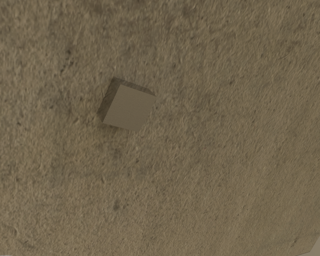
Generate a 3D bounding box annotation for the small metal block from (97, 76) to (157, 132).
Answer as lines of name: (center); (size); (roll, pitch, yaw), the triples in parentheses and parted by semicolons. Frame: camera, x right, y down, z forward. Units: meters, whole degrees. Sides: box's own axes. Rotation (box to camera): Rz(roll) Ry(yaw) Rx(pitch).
small metal block: (-0.040, -0.027, 0.370); (0.050, 0.025, 0.050); (16, 110, -35)
